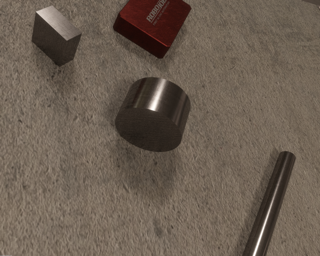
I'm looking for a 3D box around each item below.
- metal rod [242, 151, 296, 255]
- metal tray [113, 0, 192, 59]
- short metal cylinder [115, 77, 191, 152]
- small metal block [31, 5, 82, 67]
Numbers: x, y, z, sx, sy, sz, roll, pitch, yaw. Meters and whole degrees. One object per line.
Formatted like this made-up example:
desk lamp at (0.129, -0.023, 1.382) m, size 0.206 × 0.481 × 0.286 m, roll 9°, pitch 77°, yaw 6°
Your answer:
metal rod at (0.127, 0.137, 0.390) m, size 0.025 × 0.025 × 0.301 m, roll 40°, pitch 51°, yaw -2°
metal tray at (-0.009, -0.182, 0.509) m, size 0.090 × 0.030 × 0.130 m, roll 31°, pitch 51°, yaw -9°
short metal cylinder at (-0.007, -0.015, 0.375) m, size 0.080 × 0.080 × 0.050 m, roll 28°, pitch 52°, yaw -12°
small metal block at (-0.130, -0.114, 0.388) m, size 0.050 × 0.050 × 0.025 m, roll 43°, pitch 51°, yaw 1°
